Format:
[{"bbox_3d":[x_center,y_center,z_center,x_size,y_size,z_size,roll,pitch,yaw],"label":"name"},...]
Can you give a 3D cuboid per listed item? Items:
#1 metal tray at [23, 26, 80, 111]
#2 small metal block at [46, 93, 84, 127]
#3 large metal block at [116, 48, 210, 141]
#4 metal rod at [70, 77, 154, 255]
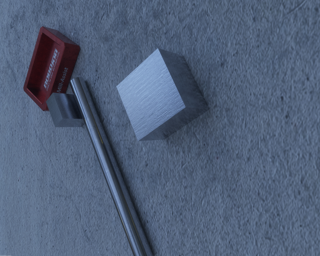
[{"bbox_3d":[-0.200,-0.106,0.562,0.090,0.030,0.129,38,113,33],"label":"metal tray"},{"bbox_3d":[-0.152,-0.029,0.511,0.025,0.050,0.050,-40,66,33],"label":"small metal block"},{"bbox_3d":[0.002,-0.038,0.386,0.080,0.050,0.080,-35,68,34],"label":"large metal block"},{"bbox_3d":[-0.079,0.051,0.467,0.025,0.025,0.299,-38,67,33],"label":"metal rod"}]
